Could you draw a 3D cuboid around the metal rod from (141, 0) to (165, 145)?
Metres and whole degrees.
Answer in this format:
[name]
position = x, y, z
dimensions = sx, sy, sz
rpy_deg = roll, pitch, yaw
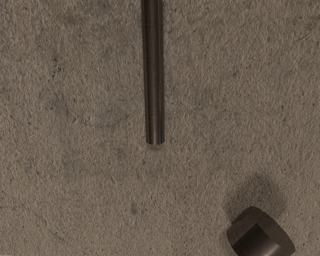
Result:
[metal rod]
position = -0.009, -0.122, 0.364
dimensions = 0.025, 0.025, 0.298
rpy_deg = -1, 110, 0

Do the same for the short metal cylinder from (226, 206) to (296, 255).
[short metal cylinder]
position = 0.142, 0.159, 0.441
dimensions = 0.080, 0.080, 0.050
rpy_deg = 35, 106, -13
